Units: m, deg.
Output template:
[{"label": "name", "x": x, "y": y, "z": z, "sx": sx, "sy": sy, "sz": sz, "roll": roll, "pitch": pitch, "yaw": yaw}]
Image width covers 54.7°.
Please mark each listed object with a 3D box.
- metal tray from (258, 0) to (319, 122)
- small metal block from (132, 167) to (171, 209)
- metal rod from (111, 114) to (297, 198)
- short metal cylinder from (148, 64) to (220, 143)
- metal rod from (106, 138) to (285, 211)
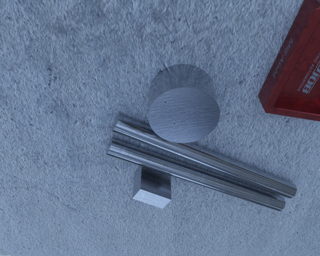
[{"label": "metal tray", "x": 0.179, "y": -0.069, "z": 0.346, "sx": 0.091, "sy": 0.030, "sz": 0.129, "roll": 8, "pitch": 130, "yaw": -8}, {"label": "small metal block", "x": -0.012, "y": 0.086, "z": 0.464, "sx": 0.050, "sy": 0.050, "sz": 0.025, "roll": 24, "pitch": 126, "yaw": -19}, {"label": "metal rod", "x": 0.075, "y": 0.047, "z": 0.447, "sx": 0.302, "sy": 0.025, "sz": 0.025, "roll": 22, "pitch": 127, "yaw": -18}, {"label": "short metal cylinder", "x": 0.027, "y": -0.028, "z": 0.367, "sx": 0.081, "sy": 0.050, "sz": 0.079, "roll": 0, "pitch": 130, "yaw": 0}, {"label": "metal rod", "x": 0.065, "y": 0.076, "z": 0.472, "sx": 0.302, "sy": 0.025, "sz": 0.025, "roll": 21, "pitch": 127, "yaw": -17}]
